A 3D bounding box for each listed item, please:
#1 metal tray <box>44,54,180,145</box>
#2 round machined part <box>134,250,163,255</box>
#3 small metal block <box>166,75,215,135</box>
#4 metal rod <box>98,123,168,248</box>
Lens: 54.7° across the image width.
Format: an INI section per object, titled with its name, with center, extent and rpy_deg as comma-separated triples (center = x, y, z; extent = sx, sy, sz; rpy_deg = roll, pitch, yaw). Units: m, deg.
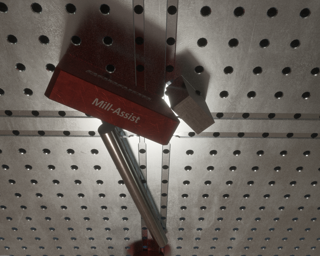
[metal tray]
center = -0.050, -0.033, 0.337
extent = 0.131, 0.090, 0.030
rpy_deg = 23, 105, -19
[round machined part]
center = -0.025, 0.294, 0.651
extent = 0.099, 0.042, 0.097
rpy_deg = -1, 130, 0
[small metal block]
center = 0.036, -0.028, 0.370
extent = 0.025, 0.050, 0.050
rpy_deg = -37, 122, 18
[metal rod]
center = -0.034, 0.109, 0.504
extent = 0.025, 0.025, 0.299
rpy_deg = -11, 130, 9
